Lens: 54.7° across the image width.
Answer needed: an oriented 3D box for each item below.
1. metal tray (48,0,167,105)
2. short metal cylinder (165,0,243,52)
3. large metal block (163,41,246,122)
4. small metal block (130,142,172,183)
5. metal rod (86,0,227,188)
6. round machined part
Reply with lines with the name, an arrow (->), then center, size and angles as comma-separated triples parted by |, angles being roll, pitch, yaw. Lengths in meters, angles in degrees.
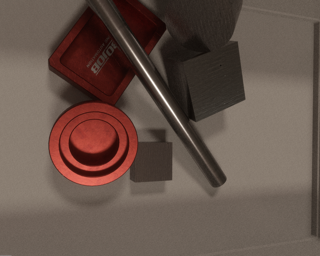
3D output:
metal tray -> -0.063, -0.102, 0.384 | 0.090, 0.030, 0.130 | 36, 78, -17
short metal cylinder -> 0.052, -0.136, 0.361 | 0.080, 0.080, 0.050 | 36, 52, -17
large metal block -> 0.060, -0.065, 0.409 | 0.081, 0.050, 0.080 | -24, 117, -19
small metal block -> -0.012, 0.043, 0.407 | 0.050, 0.025, 0.050 | 0, 90, -21
metal rod -> 0.005, -0.038, 0.388 | 0.025, 0.025, 0.299 | -41, 113, -15
round machined part -> -0.078, 0.015, 0.367 | 0.099, 0.042, 0.097 | -3, 101, -14
